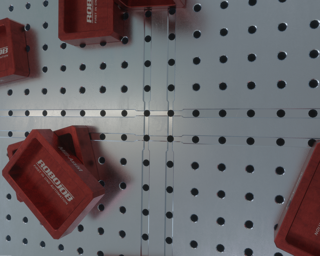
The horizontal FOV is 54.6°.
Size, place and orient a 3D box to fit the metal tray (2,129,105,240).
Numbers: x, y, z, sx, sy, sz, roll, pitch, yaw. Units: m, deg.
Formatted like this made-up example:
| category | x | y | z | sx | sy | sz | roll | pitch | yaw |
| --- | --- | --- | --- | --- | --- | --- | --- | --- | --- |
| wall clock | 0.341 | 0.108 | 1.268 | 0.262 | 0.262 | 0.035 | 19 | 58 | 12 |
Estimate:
| category | x | y | z | sx | sy | sz | roll | pitch | yaw |
| --- | --- | --- | --- | --- | --- | --- | --- | --- | --- |
| metal tray | -0.150 | 0.075 | 0.431 | 0.130 | 0.030 | 0.090 | 44 | 104 | 14 |

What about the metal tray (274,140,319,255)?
| category | x | y | z | sx | sy | sz | roll | pitch | yaw |
| --- | --- | --- | --- | --- | --- | --- | --- | --- | --- |
| metal tray | 0.193 | 0.088 | 0.341 | 0.090 | 0.030 | 0.129 | 23 | 97 | 18 |

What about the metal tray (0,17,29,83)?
| category | x | y | z | sx | sy | sz | roll | pitch | yaw |
| --- | --- | --- | --- | --- | --- | --- | --- | --- | --- |
| metal tray | -0.282 | -0.118 | 0.510 | 0.130 | 0.030 | 0.090 | -9 | 87 | 19 |

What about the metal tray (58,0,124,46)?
| category | x | y | z | sx | sy | sz | roll | pitch | yaw |
| --- | --- | --- | --- | --- | --- | --- | --- | --- | --- |
| metal tray | -0.099 | -0.190 | 0.445 | 0.090 | 0.030 | 0.129 | 1 | 90 | 20 |

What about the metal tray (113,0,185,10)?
| category | x | y | z | sx | sy | sz | roll | pitch | yaw |
| --- | --- | --- | --- | --- | --- | --- | --- | --- | --- |
| metal tray | -0.029 | -0.180 | 0.367 | 0.090 | 0.130 | 0.030 | 5 | 92 | 20 |

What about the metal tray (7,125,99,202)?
| category | x | y | z | sx | sy | sz | roll | pitch | yaw |
| --- | --- | --- | --- | --- | --- | --- | --- | --- | --- |
| metal tray | -0.163 | 0.054 | 0.468 | 0.130 | 0.030 | 0.090 | -15 | 85 | 19 |
